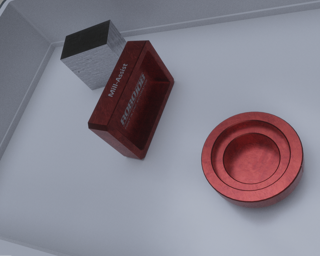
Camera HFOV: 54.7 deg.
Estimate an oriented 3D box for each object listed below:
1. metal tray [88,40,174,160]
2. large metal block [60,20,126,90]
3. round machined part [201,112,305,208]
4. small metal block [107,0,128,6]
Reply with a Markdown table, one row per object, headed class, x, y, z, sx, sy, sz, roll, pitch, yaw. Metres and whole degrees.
| class | x | y | z | sx | sy | sz | roll | pitch | yaw |
| --- | --- | --- | --- | --- | --- | --- | --- | --- | --- |
| metal tray | -0.031 | -0.036 | 0.400 | 0.030 | 0.090 | 0.130 | 8 | 66 | 31 |
| large metal block | -0.093 | -0.111 | 0.485 | 0.080 | 0.080 | 0.050 | -12 | 57 | 21 |
| round machined part | 0.097 | 0.035 | 0.322 | 0.098 | 0.042 | 0.098 | -13 | 56 | 20 |
| small metal block | -0.079 | -0.275 | 0.616 | 0.050 | 0.025 | 0.050 | 28 | 77 | 37 |
